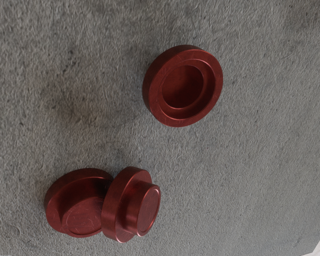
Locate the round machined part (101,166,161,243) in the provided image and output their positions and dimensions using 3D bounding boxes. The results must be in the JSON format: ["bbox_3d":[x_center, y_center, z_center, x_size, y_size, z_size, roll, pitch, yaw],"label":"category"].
[{"bbox_3d":[-0.032,0.103,0.408,0.098,0.042,0.097,11,91,-67],"label":"round machined part"}]

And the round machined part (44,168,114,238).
[{"bbox_3d":[-0.098,0.105,0.407,0.099,0.042,0.097,-14,124,-21],"label":"round machined part"}]

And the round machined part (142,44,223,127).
[{"bbox_3d":[0.024,-0.053,0.376,0.099,0.042,0.097,-14,124,-21],"label":"round machined part"}]
